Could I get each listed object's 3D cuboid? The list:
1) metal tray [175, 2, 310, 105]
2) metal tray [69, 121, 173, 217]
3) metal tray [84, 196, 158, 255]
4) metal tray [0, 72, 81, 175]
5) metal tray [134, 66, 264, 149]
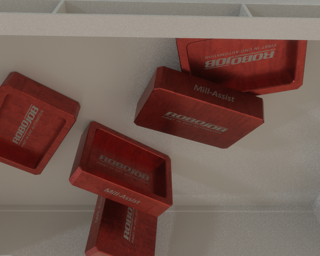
[{"bbox_3d":[0.088,-0.077,0.341,0.131,0.030,0.090,-9,130,7],"label":"metal tray"},{"bbox_3d":[-0.046,0.054,0.411,0.131,0.090,0.030,27,125,-22],"label":"metal tray"},{"bbox_3d":[-0.049,0.131,0.450,0.090,0.130,0.030,31,130,-24],"label":"metal tray"},{"bbox_3d":[-0.174,0.000,0.403,0.090,0.030,0.129,27,125,-22],"label":"metal tray"},{"bbox_3d":[0.044,-0.019,0.369,0.131,0.030,0.090,15,151,-14],"label":"metal tray"}]
